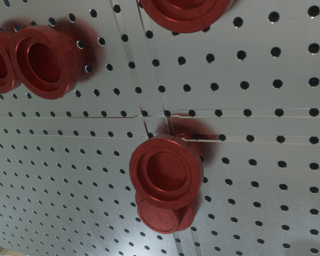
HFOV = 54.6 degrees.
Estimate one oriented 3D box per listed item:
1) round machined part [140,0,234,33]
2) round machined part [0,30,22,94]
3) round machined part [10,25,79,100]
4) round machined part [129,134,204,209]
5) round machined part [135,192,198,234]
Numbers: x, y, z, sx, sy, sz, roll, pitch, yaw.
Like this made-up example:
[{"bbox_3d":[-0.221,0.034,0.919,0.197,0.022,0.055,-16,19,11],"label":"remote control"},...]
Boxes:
[{"bbox_3d":[0.028,-0.145,0.296,0.098,0.042,0.097,13,124,21],"label":"round machined part"},{"bbox_3d":[-0.241,-0.104,0.464,0.098,0.042,0.097,13,124,21],"label":"round machined part"},{"bbox_3d":[-0.151,-0.092,0.424,0.098,0.042,0.097,13,124,21],"label":"round machined part"},{"bbox_3d":[0.011,0.056,0.418,0.098,0.042,0.097,5,105,20],"label":"round machined part"},{"bbox_3d":[0.005,0.122,0.474,0.098,0.042,0.097,13,124,21],"label":"round machined part"}]
